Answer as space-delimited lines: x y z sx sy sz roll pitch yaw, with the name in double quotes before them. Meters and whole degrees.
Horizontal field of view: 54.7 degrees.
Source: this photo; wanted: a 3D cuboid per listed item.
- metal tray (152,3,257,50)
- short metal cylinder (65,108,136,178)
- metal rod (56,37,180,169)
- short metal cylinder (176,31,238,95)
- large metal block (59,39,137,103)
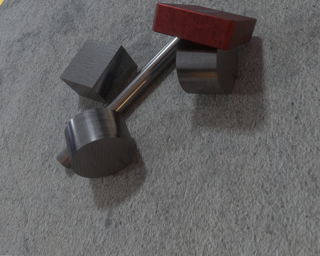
"metal tray" 0.060 -0.128 0.381 0.090 0.131 0.030 21 117 19
"short metal cylinder" -0.077 0.020 0.396 0.080 0.080 0.050 -31 52 8
"metal rod" -0.038 -0.059 0.459 0.300 0.025 0.025 -47 51 -5
"short metal cylinder" 0.061 -0.082 0.387 0.050 0.080 0.080 5 64 30
"large metal block" -0.097 -0.090 0.494 0.080 0.050 0.080 20 72 35
